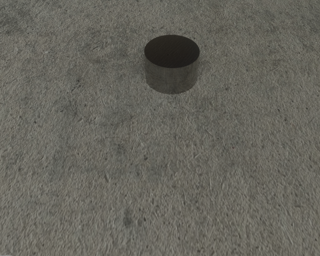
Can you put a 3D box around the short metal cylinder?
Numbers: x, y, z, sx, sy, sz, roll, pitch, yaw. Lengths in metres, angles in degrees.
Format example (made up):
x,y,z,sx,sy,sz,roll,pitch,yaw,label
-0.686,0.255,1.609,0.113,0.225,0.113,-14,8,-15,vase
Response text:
x,y,z,sx,sy,sz,roll,pitch,yaw,label
0.017,-0.097,0.468,0.080,0.050,0.080,0,50,0,short metal cylinder
